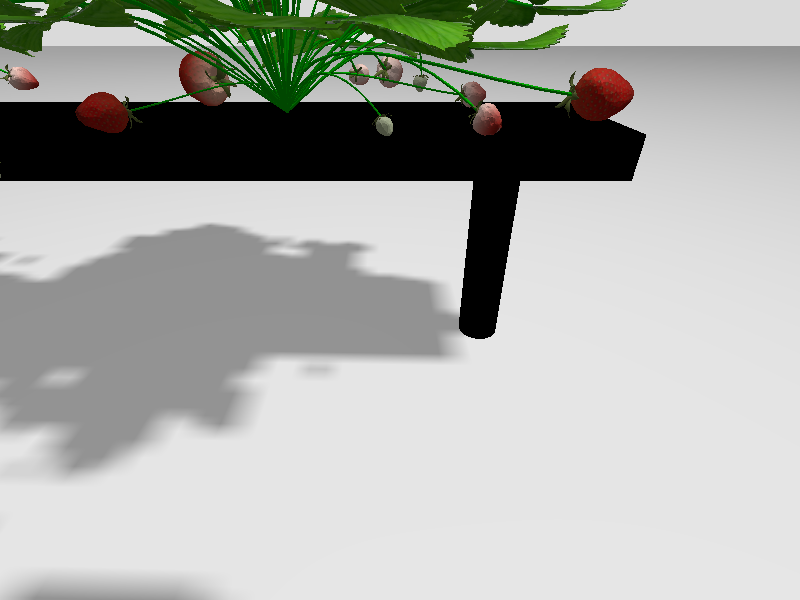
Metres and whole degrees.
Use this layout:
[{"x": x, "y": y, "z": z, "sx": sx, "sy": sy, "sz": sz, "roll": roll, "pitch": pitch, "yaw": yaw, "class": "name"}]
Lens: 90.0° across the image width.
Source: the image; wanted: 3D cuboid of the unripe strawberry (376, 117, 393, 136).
[{"x": -0.009, "y": -0.106, "z": 0.244, "sx": 0.011, "sy": 0.011, "sz": 0.010, "roll": -27, "pitch": 5, "yaw": -34, "class": "unripe strawberry"}]

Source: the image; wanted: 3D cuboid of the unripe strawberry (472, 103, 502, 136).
[{"x": 0.052, "y": -0.106, "z": 0.238, "sx": 0.016, "sy": 0.017, "sz": 0.018, "roll": -40, "pitch": -11, "yaw": -44, "class": "unripe strawberry"}]

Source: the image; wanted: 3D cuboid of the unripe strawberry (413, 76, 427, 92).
[{"x": 0.022, "y": -0.235, "z": 0.435, "sx": 0.015, "sy": 0.015, "sz": 0.013, "roll": 24, "pitch": 40, "yaw": 31, "class": "unripe strawberry"}]

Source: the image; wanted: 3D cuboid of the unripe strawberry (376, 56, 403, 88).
[{"x": -0.010, "y": -0.261, "z": 0.460, "sx": 0.030, "sy": 0.032, "sz": 0.033, "roll": 14, "pitch": 21, "yaw": 20, "class": "unripe strawberry"}]

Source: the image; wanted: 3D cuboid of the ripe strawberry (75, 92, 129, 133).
[{"x": -0.181, "y": -0.113, "z": 0.243, "sx": 0.026, "sy": 0.022, "sz": 0.026, "roll": -28, "pitch": 43, "yaw": -34, "class": "ripe strawberry"}]

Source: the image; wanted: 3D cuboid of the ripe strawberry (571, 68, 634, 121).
[{"x": 0.138, "y": -0.140, "z": 0.273, "sx": 0.038, "sy": 0.033, "sz": 0.038, "roll": 7, "pitch": 34, "yaw": 9, "class": "ripe strawberry"}]

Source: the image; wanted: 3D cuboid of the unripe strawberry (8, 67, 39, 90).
[{"x": -0.396, "y": -0.232, "z": 0.422, "sx": 0.026, "sy": 0.023, "sz": 0.023, "roll": 31, "pitch": 18, "yaw": 38, "class": "unripe strawberry"}]

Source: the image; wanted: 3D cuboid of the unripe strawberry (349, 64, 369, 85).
[{"x": -0.048, "y": -0.266, "z": 0.473, "sx": 0.025, "sy": 0.021, "sz": 0.025, "roll": 7, "pitch": 19, "yaw": 10, "class": "unripe strawberry"}]

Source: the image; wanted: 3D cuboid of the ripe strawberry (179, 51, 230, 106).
[{"x": -0.173, "y": -0.192, "z": 0.349, "sx": 0.043, "sy": 0.043, "sz": 0.040, "roll": 17, "pitch": 37, "yaw": 25, "class": "ripe strawberry"}]
